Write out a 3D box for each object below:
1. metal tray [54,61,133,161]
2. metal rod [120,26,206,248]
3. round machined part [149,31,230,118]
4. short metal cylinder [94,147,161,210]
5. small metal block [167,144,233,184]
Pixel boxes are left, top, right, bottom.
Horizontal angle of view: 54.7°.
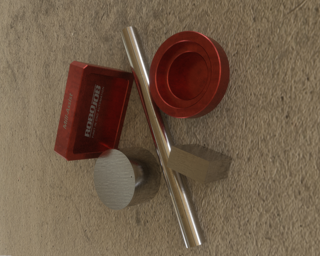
[{"bbox_3d":[-0.091,-0.022,0.437,0.030,0.091,0.129,23,105,37],"label":"metal tray"},{"bbox_3d":[-0.001,0.001,0.406,0.025,0.025,0.299,-28,73,36],"label":"metal rod"},{"bbox_3d":[0.037,-0.060,0.363,0.098,0.042,0.097,0,90,39],"label":"round machined part"},{"bbox_3d":[-0.045,0.067,0.425,0.080,0.050,0.079,0,90,39],"label":"short metal cylinder"},{"bbox_3d":[0.045,0.038,0.348,0.050,0.050,0.025,21,104,37],"label":"small metal block"}]
